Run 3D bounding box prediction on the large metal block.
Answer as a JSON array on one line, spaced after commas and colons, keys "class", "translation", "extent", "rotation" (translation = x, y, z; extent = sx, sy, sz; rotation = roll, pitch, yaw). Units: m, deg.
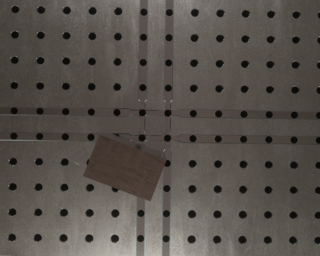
[{"class": "large metal block", "translation": [-0.039, 0.044, 0.385], "extent": [0.080, 0.080, 0.050], "rotation": [21, 90, -1]}]
